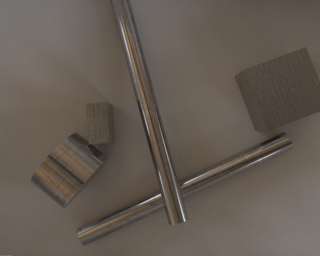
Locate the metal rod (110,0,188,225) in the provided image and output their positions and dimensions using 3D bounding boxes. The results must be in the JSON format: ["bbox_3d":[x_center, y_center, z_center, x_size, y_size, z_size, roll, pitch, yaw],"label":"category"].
[{"bbox_3d":[-0.015,-0.028,0.396,0.025,0.025,0.298,-15,85,0],"label":"metal rod"}]

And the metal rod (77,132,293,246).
[{"bbox_3d":[0.033,0.080,0.411,0.301,0.025,0.025,-25,90,-1],"label":"metal rod"}]

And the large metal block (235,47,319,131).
[{"bbox_3d":[0.154,-0.048,0.401,0.080,0.050,0.080,-21,90,-1],"label":"large metal block"}]

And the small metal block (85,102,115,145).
[{"bbox_3d":[-0.075,-0.006,0.398,0.025,0.050,0.050,-5,90,0],"label":"small metal block"}]

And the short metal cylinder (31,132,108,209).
[{"bbox_3d":[-0.110,0.052,0.383,0.050,0.080,0.080,40,90,-1],"label":"short metal cylinder"}]
